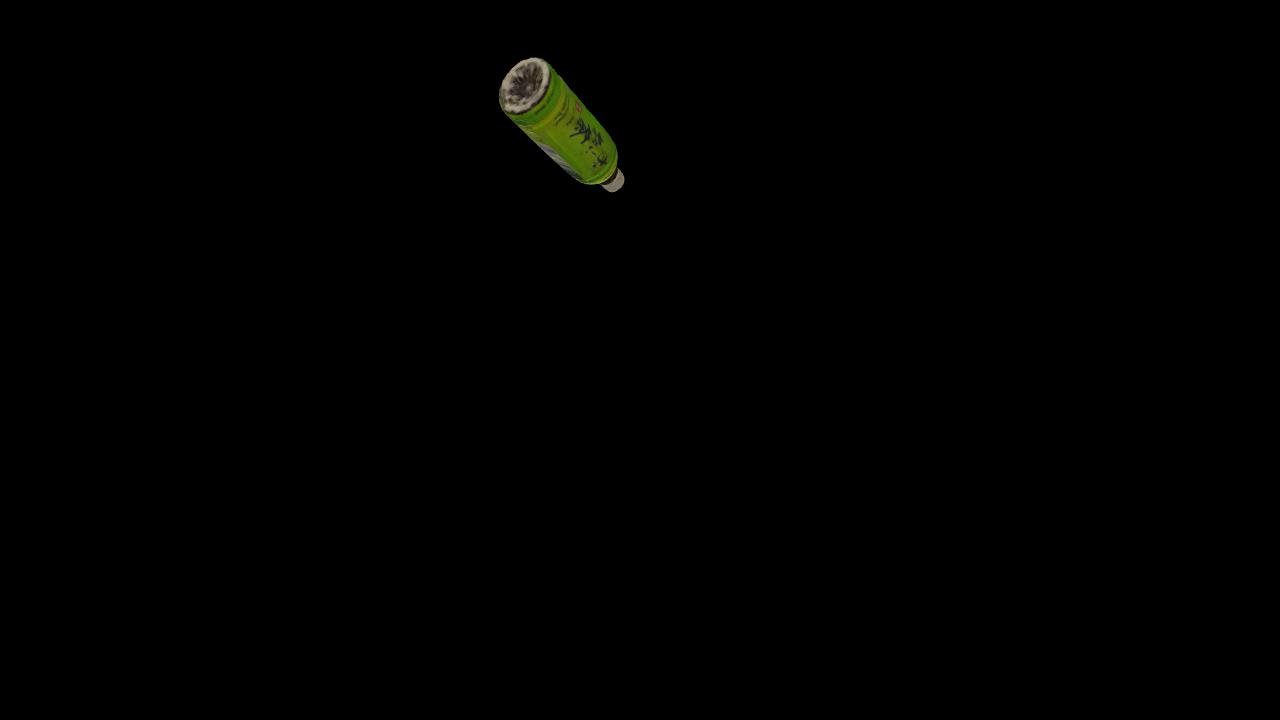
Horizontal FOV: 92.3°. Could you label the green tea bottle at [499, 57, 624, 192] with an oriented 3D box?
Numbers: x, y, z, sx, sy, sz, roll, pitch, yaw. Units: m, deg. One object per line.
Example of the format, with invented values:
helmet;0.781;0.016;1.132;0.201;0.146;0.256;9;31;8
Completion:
green tea bottle;-0.079;-0.262;0.731;0.073;0.073;0.212;0;-13;24
